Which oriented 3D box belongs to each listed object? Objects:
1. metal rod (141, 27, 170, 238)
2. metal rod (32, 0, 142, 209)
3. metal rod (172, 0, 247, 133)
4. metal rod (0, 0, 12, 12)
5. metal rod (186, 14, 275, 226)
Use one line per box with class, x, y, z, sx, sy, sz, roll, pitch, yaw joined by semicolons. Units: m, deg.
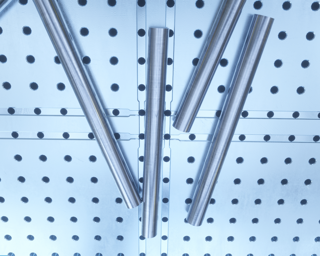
metal rod;-0.009;0.020;0.420;0.025;0.025;0.298;3;110;-2
metal rod;-0.087;-0.022;0.403;0.025;0.025;0.298;-18;109;6
metal rod;0.080;-0.131;0.366;0.025;0.025;0.298;19;109;-7
metal rod;-0.230;-0.117;0.366;0.300;0.025;0.025;-38;106;12
metal rod;0.087;0.004;0.416;0.025;0.025;0.298;13;110;-5
